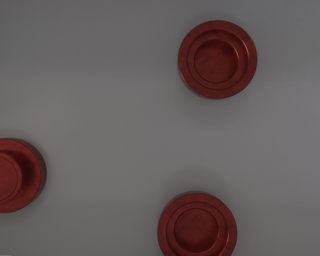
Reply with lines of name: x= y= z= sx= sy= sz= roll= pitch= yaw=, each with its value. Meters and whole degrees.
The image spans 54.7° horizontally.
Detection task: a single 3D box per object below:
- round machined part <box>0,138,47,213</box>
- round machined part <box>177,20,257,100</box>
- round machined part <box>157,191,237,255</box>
round machined part: x=-0.204 y=0.062 z=0.401 sx=0.099 sy=0.042 sz=0.097 roll=0 pitch=90 yaw=0
round machined part: x=0.071 y=-0.085 z=0.403 sx=0.099 sy=0.042 sz=0.097 roll=0 pitch=90 yaw=0
round machined part: x=0.046 y=0.130 z=0.401 sx=0.099 sy=0.042 sz=0.097 roll=0 pitch=86 yaw=0
